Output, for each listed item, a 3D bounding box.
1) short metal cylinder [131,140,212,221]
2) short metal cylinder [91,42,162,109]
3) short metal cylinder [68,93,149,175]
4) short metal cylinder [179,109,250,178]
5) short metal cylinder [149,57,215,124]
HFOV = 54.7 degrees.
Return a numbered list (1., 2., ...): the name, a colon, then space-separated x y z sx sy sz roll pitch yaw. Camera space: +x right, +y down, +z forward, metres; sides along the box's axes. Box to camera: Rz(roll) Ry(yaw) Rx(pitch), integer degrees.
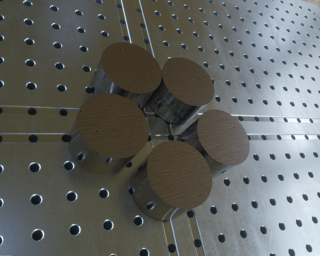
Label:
1. short metal cylinder: 0.013 0.061 0.360 0.081 0.050 0.080 13 56 -20
2. short metal cylinder: -0.045 -0.065 0.407 0.081 0.050 0.080 14 56 -21
3. short metal cylinder: -0.059 0.007 0.355 0.081 0.050 0.080 13 56 -21
4. short metal cylinder: 0.072 0.022 0.416 0.081 0.050 0.080 13 57 -22
5. short metal cylinder: 0.029 -0.052 0.438 0.081 0.050 0.080 13 57 -21
